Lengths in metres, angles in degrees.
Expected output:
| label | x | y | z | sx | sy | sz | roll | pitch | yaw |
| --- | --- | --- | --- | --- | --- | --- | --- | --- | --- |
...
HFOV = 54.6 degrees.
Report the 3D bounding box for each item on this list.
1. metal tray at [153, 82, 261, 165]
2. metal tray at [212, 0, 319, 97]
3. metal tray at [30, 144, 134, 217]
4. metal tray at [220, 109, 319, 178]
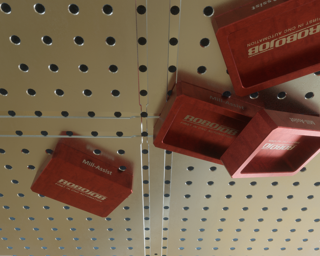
| label | x | y | z | sx | sy | sz | roll | pitch | yaw |
| --- | --- | --- | --- | --- | --- | --- | --- | --- | --- |
| metal tray | 0.066 | 0.000 | 0.408 | 0.131 | 0.030 | 0.089 | 16 | 128 | -14 |
| metal tray | 0.131 | -0.094 | 0.328 | 0.130 | 0.030 | 0.090 | -19 | 128 | 15 |
| metal tray | -0.118 | 0.085 | 0.480 | 0.131 | 0.030 | 0.090 | 28 | 125 | -22 |
| metal tray | 0.153 | 0.024 | 0.397 | 0.131 | 0.030 | 0.089 | 4 | 132 | -33 |
